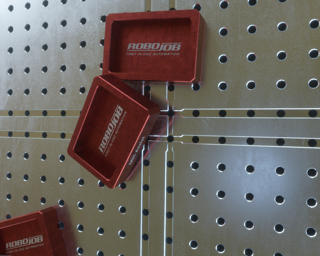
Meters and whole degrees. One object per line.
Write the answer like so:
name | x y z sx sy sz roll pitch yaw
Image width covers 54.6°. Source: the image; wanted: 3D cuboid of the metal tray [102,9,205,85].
metal tray | -0.010 -0.106 0.413 0.130 0.030 0.090 5 92 20

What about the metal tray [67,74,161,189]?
metal tray | -0.066 0.005 0.416 0.090 0.030 0.129 35 116 16

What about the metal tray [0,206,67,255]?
metal tray | -0.215 0.184 0.486 0.130 0.030 0.090 -19 84 19
